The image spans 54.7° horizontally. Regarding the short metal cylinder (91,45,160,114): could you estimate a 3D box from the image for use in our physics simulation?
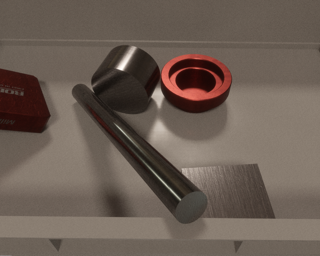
[{"bbox_3d":[-0.046,-0.065,0.423,0.080,0.080,0.050,14,52,11],"label":"short metal cylinder"}]

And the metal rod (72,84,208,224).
[{"bbox_3d":[-0.047,0.000,0.327,0.025,0.025,0.300,-23,30,-19],"label":"metal rod"}]

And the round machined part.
[{"bbox_3d":[0.050,-0.059,0.445,0.099,0.042,0.098,0,50,0],"label":"round machined part"}]

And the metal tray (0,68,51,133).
[{"bbox_3d":[-0.214,-0.040,0.387,0.131,0.030,0.090,8,39,-43],"label":"metal tray"}]

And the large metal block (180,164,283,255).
[{"bbox_3d":[0.066,0.086,0.317,0.081,0.050,0.080,-3,50,-3],"label":"large metal block"}]
